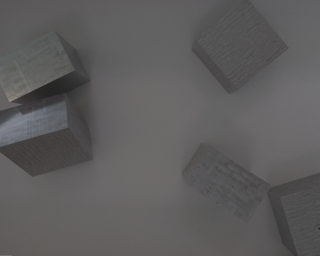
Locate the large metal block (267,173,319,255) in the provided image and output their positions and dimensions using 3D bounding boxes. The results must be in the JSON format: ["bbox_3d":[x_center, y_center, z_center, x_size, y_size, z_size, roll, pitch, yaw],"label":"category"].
[{"bbox_3d":[0.196,0.110,0.400,0.080,0.050,0.080,-17,90,0],"label":"large metal block"}]

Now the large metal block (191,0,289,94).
[{"bbox_3d":[0.100,-0.102,0.399,0.080,0.050,0.080,-40,90,0],"label":"large metal block"}]

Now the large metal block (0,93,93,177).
[{"bbox_3d":[-0.136,0.011,0.376,0.080,0.080,0.050,-16,58,0],"label":"large metal block"}]

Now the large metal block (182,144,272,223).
[{"bbox_3d":[0.077,0.063,0.384,0.080,0.080,0.050,33,90,0],"label":"large metal block"}]

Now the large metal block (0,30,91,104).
[{"bbox_3d":[-0.142,-0.069,0.383,0.080,0.080,0.050,-26,90,0],"label":"large metal block"}]
